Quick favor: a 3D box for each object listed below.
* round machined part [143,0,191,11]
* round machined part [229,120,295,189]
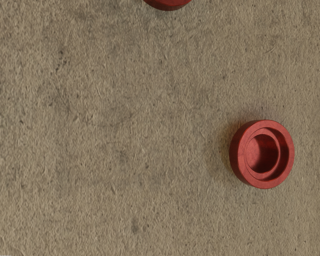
[{"bbox_3d":[0.013,-0.209,0.404,0.099,0.042,0.097,0,90,-20],"label":"round machined part"},{"bbox_3d":[0.143,0.037,0.452,0.099,0.042,0.097,0,90,-20],"label":"round machined part"}]
